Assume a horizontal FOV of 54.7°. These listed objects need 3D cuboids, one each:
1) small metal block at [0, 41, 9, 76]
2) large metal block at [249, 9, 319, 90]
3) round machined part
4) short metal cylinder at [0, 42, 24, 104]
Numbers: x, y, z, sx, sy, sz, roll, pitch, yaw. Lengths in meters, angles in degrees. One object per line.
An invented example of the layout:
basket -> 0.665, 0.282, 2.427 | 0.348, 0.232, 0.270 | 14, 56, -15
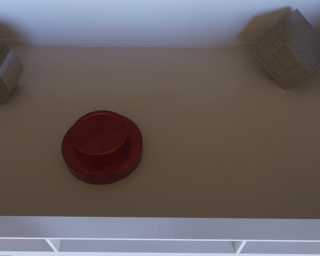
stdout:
small metal block -> -0.264, -0.110, 0.478 | 0.025, 0.050, 0.050 | 1, 50, 0
large metal block -> 0.198, -0.119, 0.470 | 0.080, 0.050, 0.080 | 48, 60, -3
round machined part -> -0.071, 0.016, 0.380 | 0.099, 0.042, 0.098 | 0, 50, 0
short metal cylinder -> -0.241, -0.078, 0.432 | 0.080, 0.080, 0.050 | 5, 51, 4
